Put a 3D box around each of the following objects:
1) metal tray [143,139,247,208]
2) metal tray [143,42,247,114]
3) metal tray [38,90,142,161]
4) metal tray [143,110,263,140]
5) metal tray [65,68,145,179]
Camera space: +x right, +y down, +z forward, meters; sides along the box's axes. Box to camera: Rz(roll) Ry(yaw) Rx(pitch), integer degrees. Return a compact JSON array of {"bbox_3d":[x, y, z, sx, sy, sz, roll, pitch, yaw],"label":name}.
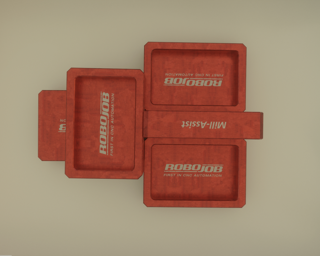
[{"bbox_3d":[0.045,0.056,0.408,0.131,0.030,0.089,1,90,-1],"label":"metal tray"},{"bbox_3d":[0.045,-0.064,0.408,0.131,0.030,0.089,1,90,-1],"label":"metal tray"},{"bbox_3d":[-0.088,-0.003,0.405,0.131,0.030,0.089,0,90,-1],"label":"metal tray"},{"bbox_3d":[0.047,-0.004,0.377,0.131,0.090,0.030,1,90,-1],"label":"metal tray"},{"bbox_3d":[-0.065,-0.005,0.376,0.091,0.030,0.129,1,90,-1],"label":"metal tray"}]
